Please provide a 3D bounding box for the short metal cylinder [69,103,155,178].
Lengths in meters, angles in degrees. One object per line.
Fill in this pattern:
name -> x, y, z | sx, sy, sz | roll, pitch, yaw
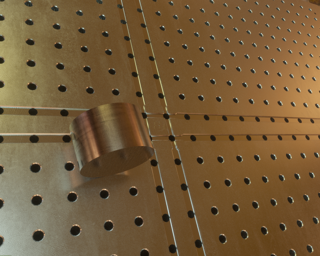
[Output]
short metal cylinder -> -0.052, 0.015, 0.336 | 0.081, 0.080, 0.050 | -7, 65, -31
